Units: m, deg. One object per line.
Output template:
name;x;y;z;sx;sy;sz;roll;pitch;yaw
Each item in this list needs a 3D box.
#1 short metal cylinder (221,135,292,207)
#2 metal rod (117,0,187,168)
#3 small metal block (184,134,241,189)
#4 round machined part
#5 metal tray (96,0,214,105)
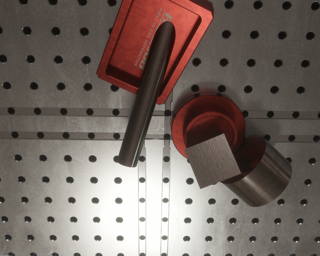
short metal cylinder;0.122;0.055;0.406;0.050;0.080;0.080;41;105;-15
metal rod;0.004;-0.097;0.353;0.025;0.025;0.298;16;100;-6
small metal block;0.063;0.040;0.373;0.050;0.025;0.050;-23;79;8
round machined part;0.064;0.004;0.407;0.099;0.042;0.097;0;110;-1
metal tray;-0.009;-0.097;0.352;0.090;0.030;0.129;24;128;-9
